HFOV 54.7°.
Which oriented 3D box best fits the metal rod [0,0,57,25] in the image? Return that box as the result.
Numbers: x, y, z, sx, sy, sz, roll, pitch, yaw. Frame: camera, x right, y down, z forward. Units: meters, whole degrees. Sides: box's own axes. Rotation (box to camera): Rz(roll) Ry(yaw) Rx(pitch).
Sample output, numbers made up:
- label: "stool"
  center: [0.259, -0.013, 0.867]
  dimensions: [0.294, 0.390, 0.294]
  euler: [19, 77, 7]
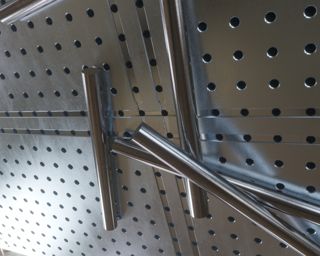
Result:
- label: "metal rod"
  center: [-0.085, -0.174, 0.346]
  dimensions: [0.300, 0.025, 0.025]
  euler: [-9, 114, 31]

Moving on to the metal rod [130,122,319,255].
- label: "metal rod"
  center: [0.095, 0.088, 0.374]
  dimensions: [0.301, 0.025, 0.025]
  euler: [35, 130, -12]

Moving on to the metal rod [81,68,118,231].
- label: "metal rod"
  center: [-0.091, 0.051, 0.488]
  dimensions: [0.025, 0.025, 0.298]
  euler: [13, 124, 20]

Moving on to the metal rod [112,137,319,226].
- label: "metal rod"
  center: [0.073, 0.068, 0.413]
  dimensions: [0.301, 0.025, 0.025]
  euler: [17, 125, 17]

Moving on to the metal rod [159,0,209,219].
- label: "metal rod"
  center: [0.030, -0.025, 0.359]
  dimensions: [0.025, 0.025, 0.298]
  euler: [1, 113, 27]
